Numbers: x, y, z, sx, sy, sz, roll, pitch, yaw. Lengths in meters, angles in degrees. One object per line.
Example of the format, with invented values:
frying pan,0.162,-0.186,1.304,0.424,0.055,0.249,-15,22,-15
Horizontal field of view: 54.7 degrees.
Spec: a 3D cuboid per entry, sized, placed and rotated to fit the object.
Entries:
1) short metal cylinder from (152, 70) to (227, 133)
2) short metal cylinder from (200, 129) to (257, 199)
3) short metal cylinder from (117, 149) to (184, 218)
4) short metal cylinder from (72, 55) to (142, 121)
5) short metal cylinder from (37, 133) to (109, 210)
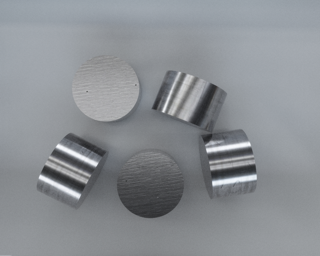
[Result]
short metal cylinder,0.036,-0.032,0.384,0.080,0.080,0.050,22,90,-1
short metal cylinder,0.081,0.044,0.383,0.050,0.080,0.080,-9,90,0
short metal cylinder,-0.011,0.069,0.397,0.081,0.050,0.079,0,90,-1
short metal cylinder,-0.065,-0.048,0.396,0.081,0.050,0.079,0,90,-1
short metal cylinder,-0.105,0.052,0.380,0.050,0.080,0.080,27,90,-1
